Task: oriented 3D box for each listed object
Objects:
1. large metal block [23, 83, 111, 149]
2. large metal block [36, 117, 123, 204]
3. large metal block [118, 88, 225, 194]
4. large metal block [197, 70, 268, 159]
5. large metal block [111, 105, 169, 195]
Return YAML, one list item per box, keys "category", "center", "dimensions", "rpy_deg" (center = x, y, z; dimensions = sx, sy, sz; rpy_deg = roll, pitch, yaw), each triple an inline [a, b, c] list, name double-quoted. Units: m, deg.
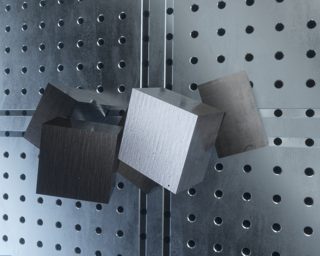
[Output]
- category: "large metal block"
  center: [-0.125, -0.010, 0.425]
  dimensions: [0.050, 0.080, 0.080]
  rpy_deg: [31, 100, 17]
- category: "large metal block"
  center: [-0.091, 0.035, 0.360]
  dimensions: [0.081, 0.050, 0.079]
  rpy_deg: [9, 100, -2]
- category: "large metal block"
  center: [0.009, 0.008, 0.321]
  dimensions: [0.080, 0.050, 0.079]
  rpy_deg: [26, 112, 33]
- category: "large metal block"
  center: [0.086, -0.014, 0.352]
  dimensions: [0.050, 0.080, 0.080]
  rpy_deg: [-17, 85, 19]
- category: "large metal block"
  center: [-0.018, 0.026, 0.404]
  dimensions: [0.080, 0.050, 0.080]
  rpy_deg: [34, 101, 16]
